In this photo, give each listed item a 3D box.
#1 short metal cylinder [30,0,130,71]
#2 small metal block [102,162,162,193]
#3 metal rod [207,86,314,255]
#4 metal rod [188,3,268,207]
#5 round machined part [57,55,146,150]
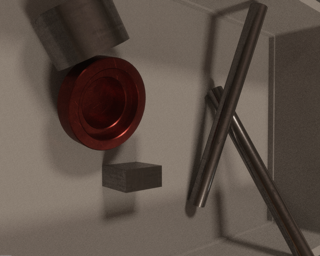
[{"bbox_3d":[-0.077,-0.096,0.307,0.080,0.080,0.050,-38,114,-34],"label":"short metal cylinder"},{"bbox_3d":[-0.033,0.056,0.364,0.050,0.050,0.025,-1,91,-40],"label":"small metal block"},{"bbox_3d":[0.148,0.072,0.449,0.025,0.025,0.299,-15,73,-39],"label":"metal rod"},{"bbox_3d":[0.097,-0.031,0.448,0.025,0.025,0.298,15,94,-40],"label":"metal rod"},{"bbox_3d":[-0.065,-0.028,0.332,0.099,0.042,0.097,-20,119,-42],"label":"round machined part"}]
